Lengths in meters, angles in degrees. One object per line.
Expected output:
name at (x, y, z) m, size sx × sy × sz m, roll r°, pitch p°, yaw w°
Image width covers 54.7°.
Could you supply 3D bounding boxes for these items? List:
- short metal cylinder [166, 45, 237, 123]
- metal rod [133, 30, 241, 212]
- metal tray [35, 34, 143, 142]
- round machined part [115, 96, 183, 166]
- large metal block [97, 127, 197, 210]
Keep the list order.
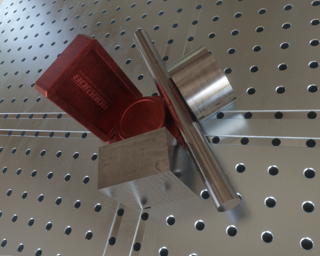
short metal cylinder at (0.049, -0.053, 0.377) m, size 0.050 × 0.080 × 0.080 m, roll -32°, pitch 52°, yaw 7°
metal rod at (0.018, -0.033, 0.391) m, size 0.025 × 0.025 × 0.300 m, roll -31°, pitch 52°, yaw 8°
metal tray at (-0.087, -0.048, 0.415) m, size 0.030 × 0.130 × 0.090 m, roll 31°, pitch 79°, yaw 37°
round machined part at (-0.017, -0.002, 0.406) m, size 0.098 × 0.042 × 0.098 m, roll -13°, pitch 56°, yaw 20°
large metal block at (-0.013, 0.049, 0.348) m, size 0.080 × 0.080 × 0.050 m, roll -18°, pitch 55°, yaw 18°
